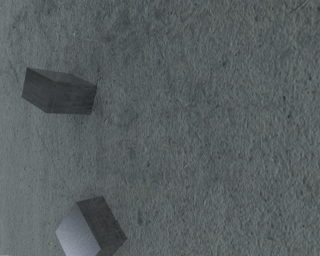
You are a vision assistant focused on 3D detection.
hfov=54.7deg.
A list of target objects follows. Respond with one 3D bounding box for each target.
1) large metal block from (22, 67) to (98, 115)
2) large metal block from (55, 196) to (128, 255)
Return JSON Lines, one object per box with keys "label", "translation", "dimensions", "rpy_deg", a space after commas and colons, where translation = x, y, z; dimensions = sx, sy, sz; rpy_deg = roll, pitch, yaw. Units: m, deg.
{"label": "large metal block", "translation": [-0.163, -0.059, 0.504], "dimensions": [0.080, 0.081, 0.050], "rpy_deg": [26, 107, 37]}
{"label": "large metal block", "translation": [-0.108, 0.166, 0.478], "dimensions": [0.080, 0.050, 0.080], "rpy_deg": [52, 120, 27]}
